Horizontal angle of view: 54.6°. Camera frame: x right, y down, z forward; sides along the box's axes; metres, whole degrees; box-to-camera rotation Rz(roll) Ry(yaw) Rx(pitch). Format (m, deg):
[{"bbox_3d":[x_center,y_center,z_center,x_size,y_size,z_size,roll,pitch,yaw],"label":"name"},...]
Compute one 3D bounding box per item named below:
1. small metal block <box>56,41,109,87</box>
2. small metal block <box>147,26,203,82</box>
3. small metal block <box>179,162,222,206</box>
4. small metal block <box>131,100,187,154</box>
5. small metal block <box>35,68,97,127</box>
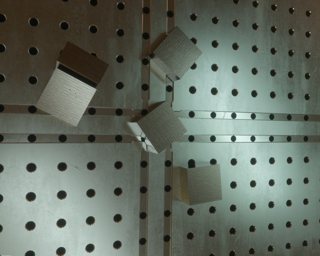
[{"bbox_3d":[-0.093,-0.072,0.365,0.050,0.050,0.025,28,80,-18],"label":"small metal block"},{"bbox_3d":[0.020,-0.100,0.420,0.050,0.025,0.050,43,77,-15],"label":"small metal block"},{"bbox_3d":[0.057,0.077,0.433,0.050,0.025,0.050,-5,92,-20],"label":"small metal block"},{"bbox_3d":[-0.001,-0.001,0.412,0.050,0.025,0.050,-37,102,-16],"label":"small metal block"},{"bbox_3d":[-0.111,-0.037,0.367,0.050,0.025,0.050,28,91,-18],"label":"small metal block"}]
